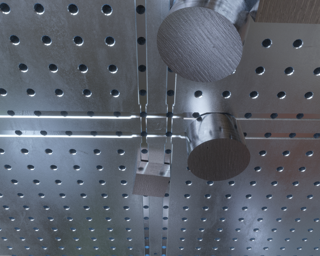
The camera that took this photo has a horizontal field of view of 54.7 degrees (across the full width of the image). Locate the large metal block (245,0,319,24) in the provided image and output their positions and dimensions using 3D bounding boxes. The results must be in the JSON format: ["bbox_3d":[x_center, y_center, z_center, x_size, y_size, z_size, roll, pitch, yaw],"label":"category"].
[{"bbox_3d":[0.127,-0.142,0.276,0.081,0.050,0.079,1,130,-1],"label":"large metal block"}]

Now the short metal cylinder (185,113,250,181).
[{"bbox_3d":[0.076,0.026,0.418,0.081,0.050,0.079,0,130,0],"label":"short metal cylinder"}]

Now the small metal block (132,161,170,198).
[{"bbox_3d":[-0.014,0.080,0.479,0.050,0.025,0.050,8,130,-7],"label":"small metal block"}]

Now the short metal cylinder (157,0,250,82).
[{"bbox_3d":[0.043,-0.091,0.301,0.080,0.050,0.080,14,140,12],"label":"short metal cylinder"}]
